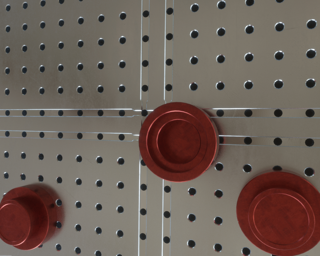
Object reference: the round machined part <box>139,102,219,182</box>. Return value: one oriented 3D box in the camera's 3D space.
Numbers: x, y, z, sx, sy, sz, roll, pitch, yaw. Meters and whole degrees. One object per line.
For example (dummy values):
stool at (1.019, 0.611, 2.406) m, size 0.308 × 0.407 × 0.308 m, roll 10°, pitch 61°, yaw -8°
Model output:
round machined part at (0.026, 0.017, 0.394) m, size 0.098 × 0.042 × 0.097 m, roll 0°, pitch 90°, yaw 19°

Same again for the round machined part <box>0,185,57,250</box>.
round machined part at (-0.212, 0.140, 0.476) m, size 0.098 × 0.042 × 0.097 m, roll 0°, pitch 90°, yaw 19°

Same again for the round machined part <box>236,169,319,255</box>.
round machined part at (0.138, 0.099, 0.355) m, size 0.098 × 0.042 × 0.097 m, roll 0°, pitch 90°, yaw 19°
